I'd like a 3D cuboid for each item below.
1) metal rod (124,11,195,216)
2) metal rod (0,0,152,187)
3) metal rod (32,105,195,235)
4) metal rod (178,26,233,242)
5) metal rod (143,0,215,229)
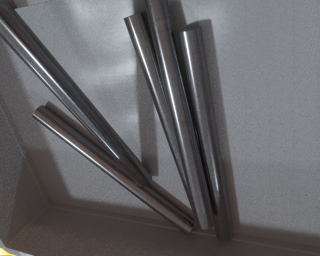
[{"bbox_3d":[0.018,0.004,0.400,0.025,0.025,0.298,-6,116,30],"label":"metal rod"},{"bbox_3d":[-0.082,-0.012,0.365,0.025,0.025,0.299,-1,143,28],"label":"metal rod"},{"bbox_3d":[-0.073,0.064,0.484,0.300,0.025,0.025,37,129,2],"label":"metal rod"},{"bbox_3d":[0.063,0.026,0.390,0.025,0.025,0.298,1,119,27],"label":"metal rod"},{"bbox_3d":[0.028,-0.007,0.372,0.025,0.025,0.298,-3,112,29],"label":"metal rod"}]
